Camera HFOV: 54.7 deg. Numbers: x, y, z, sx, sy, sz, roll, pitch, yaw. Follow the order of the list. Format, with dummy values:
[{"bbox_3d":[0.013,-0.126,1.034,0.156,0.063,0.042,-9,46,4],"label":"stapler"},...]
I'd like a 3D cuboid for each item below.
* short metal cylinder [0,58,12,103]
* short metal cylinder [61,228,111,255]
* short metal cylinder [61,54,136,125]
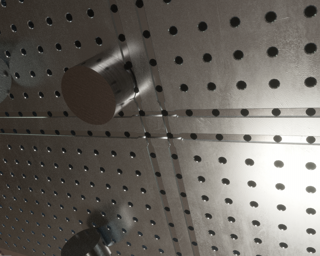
[{"bbox_3d":[-0.279,-0.075,0.473,0.050,0.080,0.079,11,123,22],"label":"short metal cylinder"},{"bbox_3d":[-0.141,0.241,0.597,0.080,0.080,0.050,-9,114,32],"label":"short metal cylinder"},{"bbox_3d":[-0.079,-0.051,0.404,0.080,0.050,0.079,13,124,20],"label":"short metal cylinder"}]
